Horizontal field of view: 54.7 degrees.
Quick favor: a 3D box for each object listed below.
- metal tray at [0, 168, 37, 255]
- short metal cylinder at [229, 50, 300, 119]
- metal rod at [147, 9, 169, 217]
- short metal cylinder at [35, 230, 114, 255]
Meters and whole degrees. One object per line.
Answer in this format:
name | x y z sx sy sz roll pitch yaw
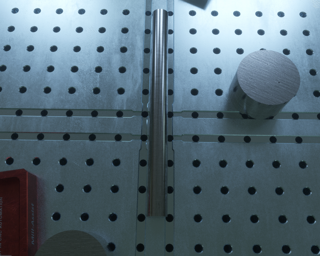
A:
metal tray | -0.195 0.119 0.363 0.091 0.030 0.130 -8 70 -3
short metal cylinder | 0.139 -0.058 0.420 0.081 0.050 0.080 0 70 0
metal rod | -0.001 -0.034 0.423 0.025 0.025 0.299 1 70 0
short metal cylinder | -0.093 0.155 0.341 0.081 0.050 0.080 0 70 0
